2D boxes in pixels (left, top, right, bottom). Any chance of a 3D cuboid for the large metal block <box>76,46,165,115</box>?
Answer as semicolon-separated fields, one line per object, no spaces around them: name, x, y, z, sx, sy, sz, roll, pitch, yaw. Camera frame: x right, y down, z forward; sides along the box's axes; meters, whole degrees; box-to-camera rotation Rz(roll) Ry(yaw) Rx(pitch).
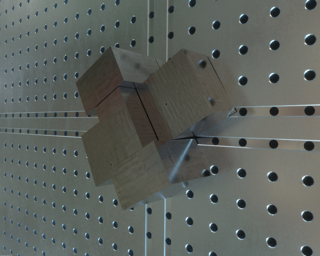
large metal block;-0.051;-0.058;0.416;0.080;0.081;0.050;-35;68;35

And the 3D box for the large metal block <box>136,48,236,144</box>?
large metal block;0.029;-0.034;0.369;0.080;0.050;0.080;-35;70;34

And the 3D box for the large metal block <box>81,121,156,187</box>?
large metal block;-0.060;0.030;0.445;0.080;0.050;0.080;-33;69;35

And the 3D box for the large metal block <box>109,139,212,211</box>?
large metal block;0.001;0.054;0.374;0.080;0.081;0.050;-35;68;34

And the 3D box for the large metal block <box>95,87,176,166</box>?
large metal block;-0.025;-0.002;0.395;0.050;0.081;0.080;-35;68;34
